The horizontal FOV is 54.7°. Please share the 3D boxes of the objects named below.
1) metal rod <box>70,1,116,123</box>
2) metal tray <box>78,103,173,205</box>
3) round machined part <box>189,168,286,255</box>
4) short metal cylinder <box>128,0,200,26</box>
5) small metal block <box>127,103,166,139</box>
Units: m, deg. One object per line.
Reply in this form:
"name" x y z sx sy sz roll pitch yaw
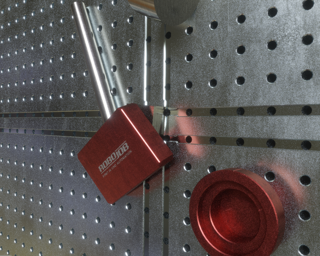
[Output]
"metal rod" -0.092 -0.067 0.482 0.025 0.025 0.299 -29 72 36
"metal tray" -0.052 0.039 0.423 0.090 0.030 0.129 54 129 8
"round machined part" 0.083 0.091 0.329 0.098 0.042 0.097 0 90 39
"short metal cylinder" 0.006 -0.168 0.367 0.050 0.081 0.079 35 111 34
"small metal block" -0.021 -0.007 0.425 0.050 0.025 0.050 9 95 39
